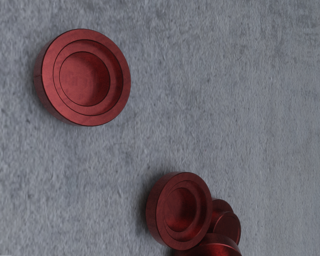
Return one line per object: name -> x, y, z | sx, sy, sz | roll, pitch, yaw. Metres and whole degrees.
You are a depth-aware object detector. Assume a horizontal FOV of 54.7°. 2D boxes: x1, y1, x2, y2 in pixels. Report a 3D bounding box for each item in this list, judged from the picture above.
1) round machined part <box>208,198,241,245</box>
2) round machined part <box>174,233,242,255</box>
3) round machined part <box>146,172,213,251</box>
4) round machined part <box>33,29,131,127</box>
round machined part -> 0.086, 0.157, 0.469 | 0.099, 0.042, 0.097 | 0, 90, -40
round machined part -> 0.067, 0.195, 0.419 | 0.099, 0.042, 0.097 | -2, 112, -5
round machined part -> 0.021, 0.106, 0.410 | 0.099, 0.042, 0.097 | 4, 83, -38
round machined part -> -0.083, -0.050, 0.325 | 0.099, 0.042, 0.097 | 0, 90, -40
